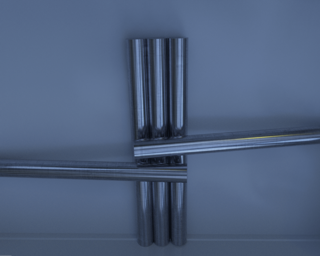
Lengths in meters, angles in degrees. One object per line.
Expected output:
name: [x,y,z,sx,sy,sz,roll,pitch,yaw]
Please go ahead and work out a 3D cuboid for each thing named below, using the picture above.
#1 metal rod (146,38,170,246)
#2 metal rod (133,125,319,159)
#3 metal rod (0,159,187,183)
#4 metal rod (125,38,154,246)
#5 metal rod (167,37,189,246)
metal rod: [-0.001,0.032,0.422,0.025,0.025,0.298,-1,110,0]
metal rod: [0.118,0.016,0.399,0.302,0.025,0.025,-4,110,-6]
metal rod: [-0.115,0.056,0.412,0.302,0.025,0.025,1,110,5]
metal rod: [-0.025,0.033,0.422,0.025,0.025,0.298,-1,110,0]
metal rod: [0.025,0.032,0.422,0.025,0.025,0.298,-1,110,0]
